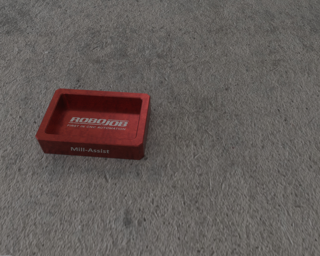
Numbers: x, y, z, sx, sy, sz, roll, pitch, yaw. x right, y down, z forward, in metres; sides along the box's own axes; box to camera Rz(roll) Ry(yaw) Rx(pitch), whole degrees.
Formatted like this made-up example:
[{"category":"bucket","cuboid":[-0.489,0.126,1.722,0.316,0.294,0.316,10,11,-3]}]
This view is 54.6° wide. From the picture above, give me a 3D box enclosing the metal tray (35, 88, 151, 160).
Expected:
[{"category":"metal tray","cuboid":[-0.081,-0.007,0.405,0.131,0.030,0.090,4,50,3]}]
